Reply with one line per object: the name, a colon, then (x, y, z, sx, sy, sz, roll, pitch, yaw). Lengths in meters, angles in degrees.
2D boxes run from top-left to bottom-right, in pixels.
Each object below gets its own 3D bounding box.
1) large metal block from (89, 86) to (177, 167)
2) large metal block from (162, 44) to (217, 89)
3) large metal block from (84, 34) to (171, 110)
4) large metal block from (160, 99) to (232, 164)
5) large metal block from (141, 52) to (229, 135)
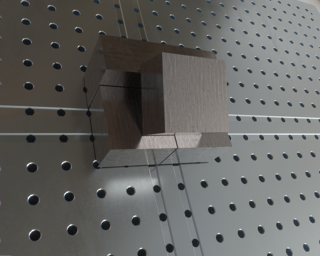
large metal block: (-0.035, -0.001, 0.373, 0.081, 0.050, 0.080, 1, 62, -28)
large metal block: (0.028, -0.064, 0.427, 0.081, 0.080, 0.050, 1, 62, -28)
large metal block: (-0.044, -0.065, 0.389, 0.081, 0.080, 0.050, 1, 62, -28)
large metal block: (0.038, 0.000, 0.411, 0.081, 0.050, 0.080, 1, 62, -28)
large metal block: (0.027, -0.033, 0.343, 0.081, 0.050, 0.080, 0, 86, -29)
